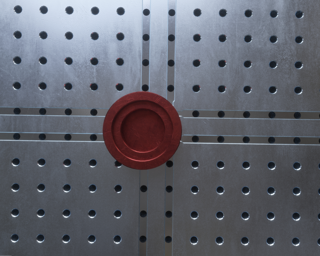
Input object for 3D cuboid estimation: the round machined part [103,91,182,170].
[{"bbox_3d":[-0.022,0.003,0.405,0.099,0.042,0.097,0,90,0],"label":"round machined part"}]
